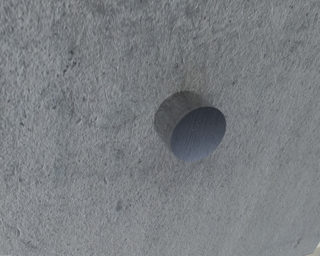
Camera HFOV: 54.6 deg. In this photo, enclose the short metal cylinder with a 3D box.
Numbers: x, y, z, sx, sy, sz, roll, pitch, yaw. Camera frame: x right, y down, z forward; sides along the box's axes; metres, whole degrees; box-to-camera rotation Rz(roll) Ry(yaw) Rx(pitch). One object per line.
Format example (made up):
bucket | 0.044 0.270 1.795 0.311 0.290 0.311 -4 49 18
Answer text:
short metal cylinder | 0.039 -0.003 0.409 0.081 0.050 0.080 -14 124 -21
